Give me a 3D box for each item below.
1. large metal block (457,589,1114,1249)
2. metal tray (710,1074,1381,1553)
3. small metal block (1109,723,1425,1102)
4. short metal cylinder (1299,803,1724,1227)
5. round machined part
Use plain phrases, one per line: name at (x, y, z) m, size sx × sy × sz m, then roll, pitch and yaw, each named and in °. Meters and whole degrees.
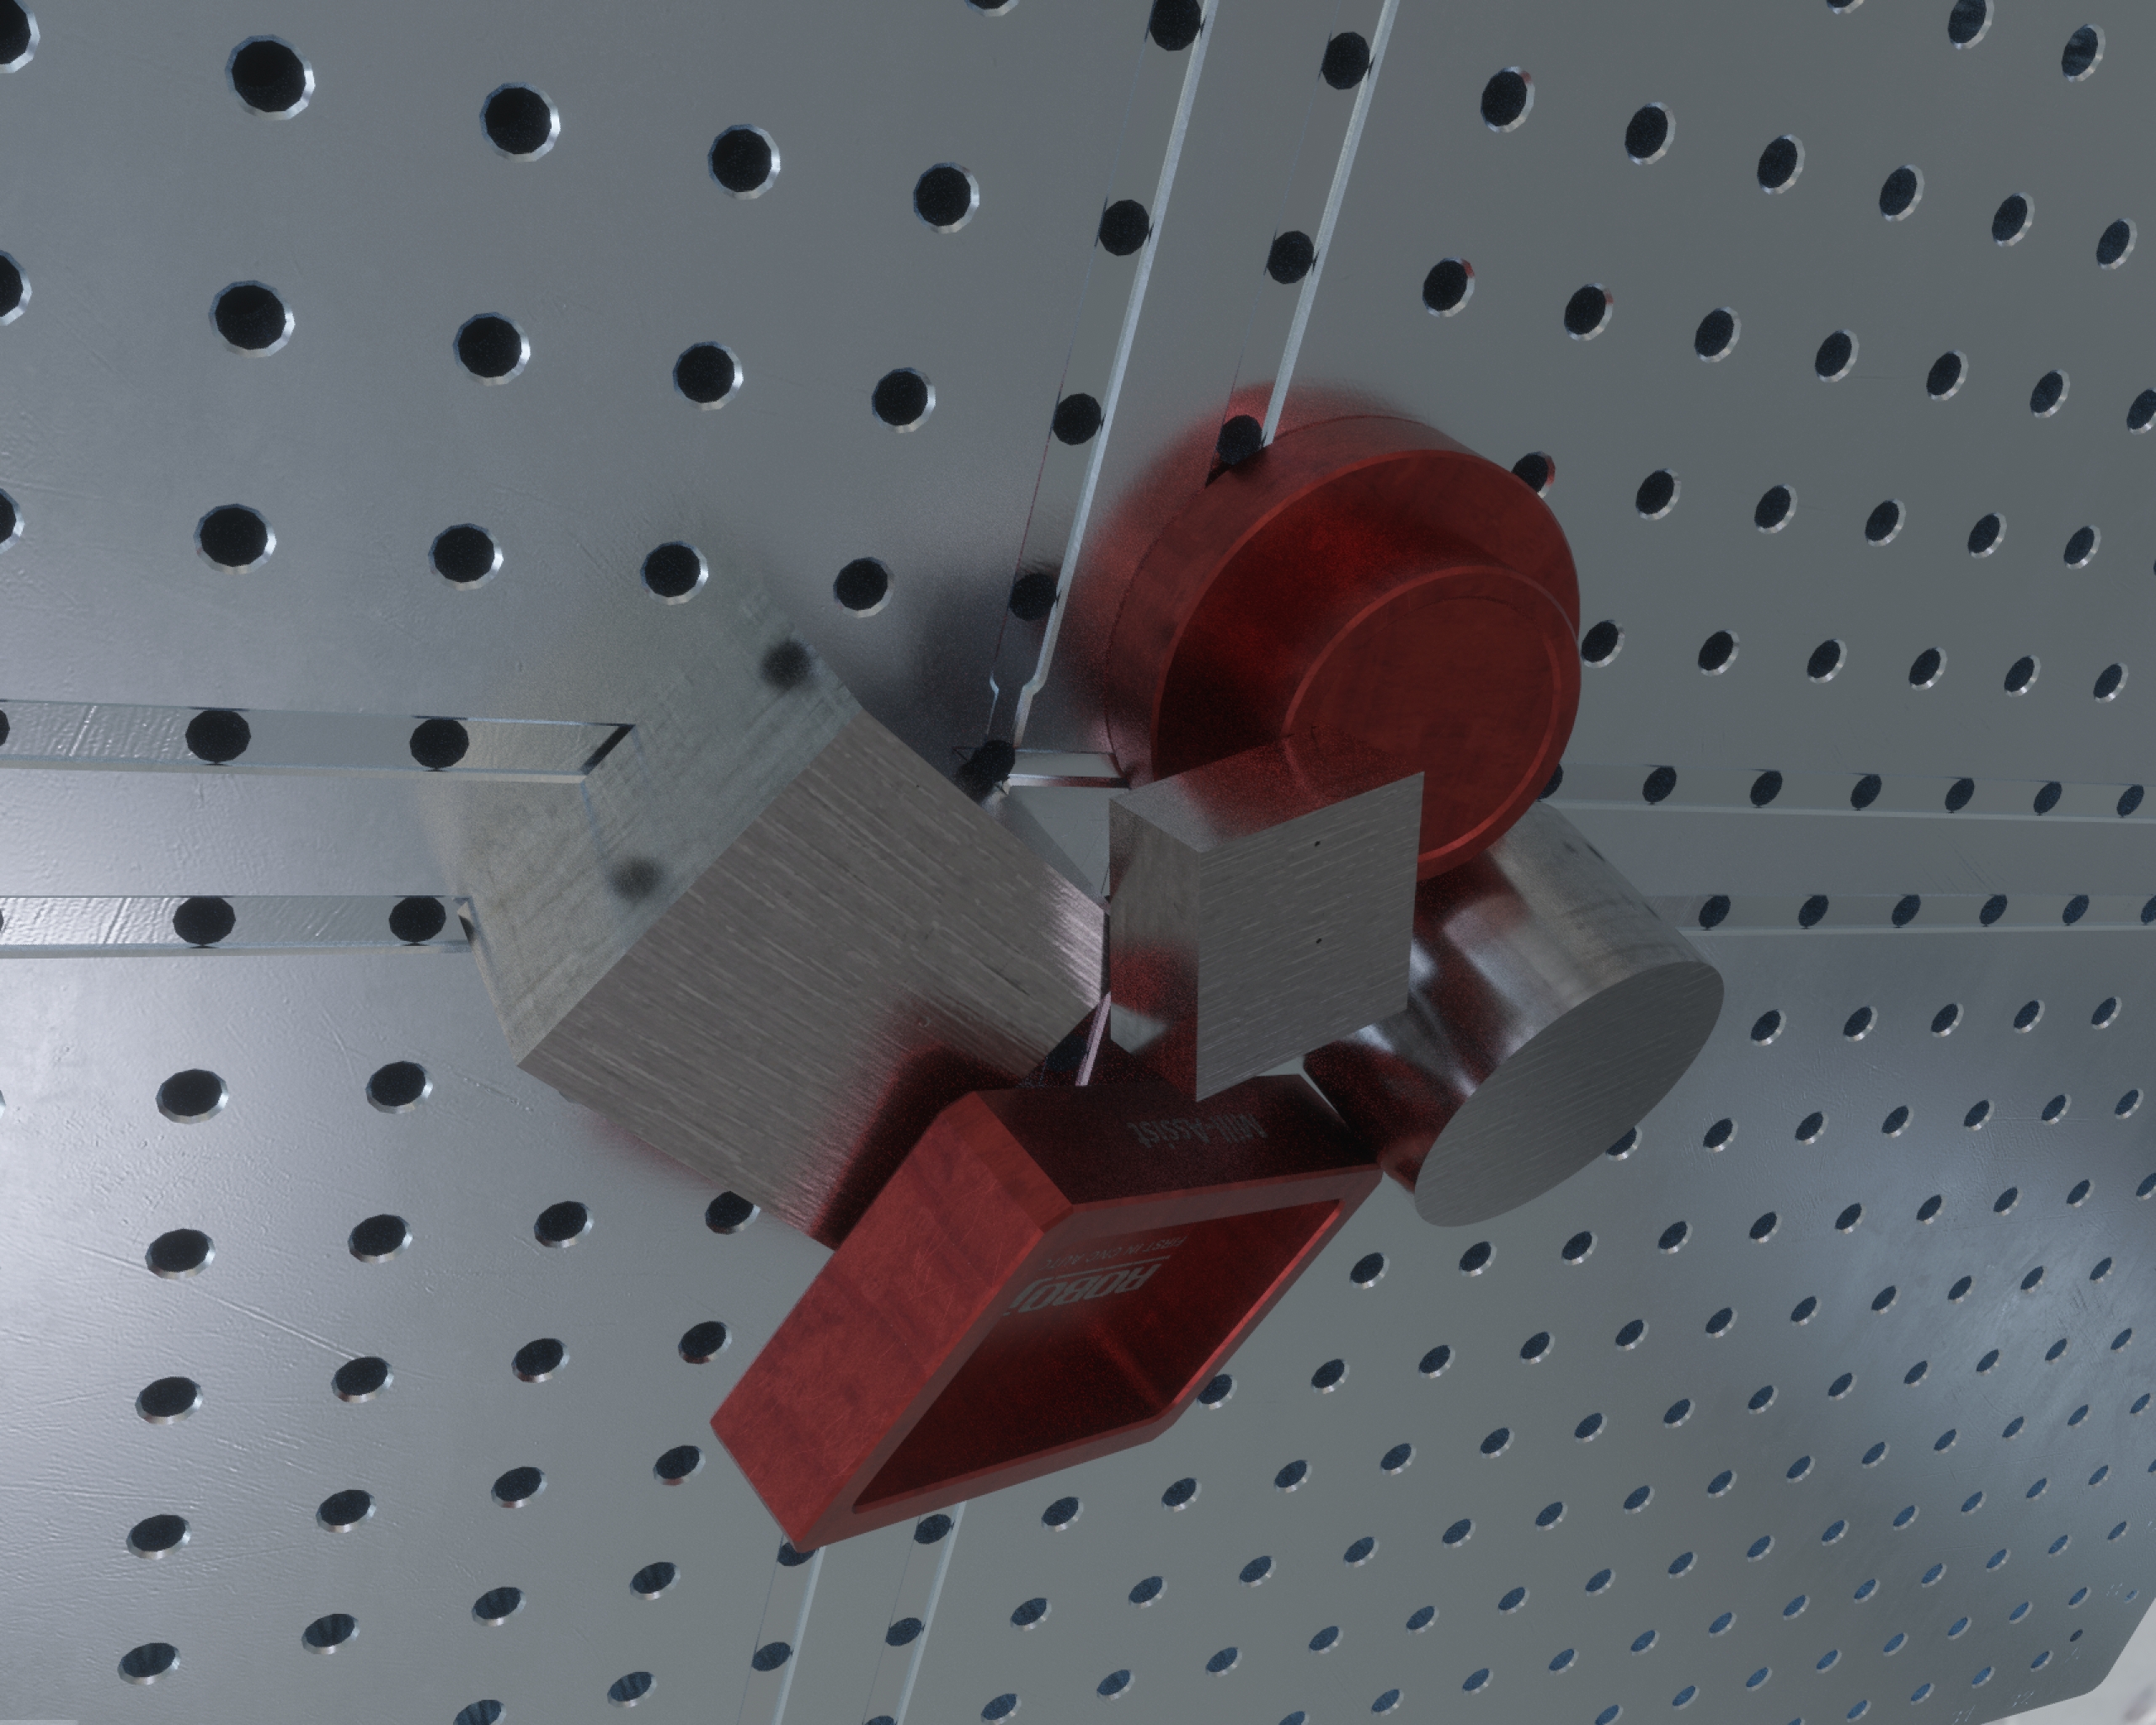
large metal block at (-0.049, 0.012, 0.376) m, size 0.080 × 0.050 × 0.080 m, roll -46°, pitch 129°, yaw 4°
metal tray at (-0.001, 0.087, 0.424) m, size 0.090 × 0.030 × 0.131 m, roll -54°, pitch 151°, yaw 19°
small metal block at (0.033, 0.008, 0.374) m, size 0.050 × 0.025 × 0.050 m, roll -20°, pitch 124°, yaw -31°
short metal cylinder at (0.091, 0.033, 0.450) m, size 0.081 × 0.050 × 0.080 m, roll -25°, pitch 145°, yaw -19°
round machined part at (0.059, -0.034, 0.411) m, size 0.099 × 0.042 × 0.097 m, roll -14°, pitch 124°, yaw -21°
